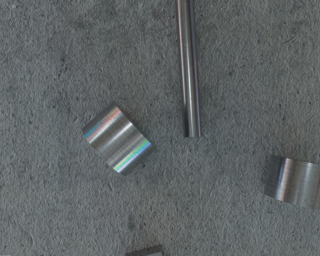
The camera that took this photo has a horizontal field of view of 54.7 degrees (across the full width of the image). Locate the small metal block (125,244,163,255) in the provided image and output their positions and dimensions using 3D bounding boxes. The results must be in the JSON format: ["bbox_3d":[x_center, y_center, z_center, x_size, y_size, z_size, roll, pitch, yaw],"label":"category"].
[{"bbox_3d":[-0.017,0.189,0.410,0.050,0.025,0.050,-14,90,-1],"label":"small metal block"}]

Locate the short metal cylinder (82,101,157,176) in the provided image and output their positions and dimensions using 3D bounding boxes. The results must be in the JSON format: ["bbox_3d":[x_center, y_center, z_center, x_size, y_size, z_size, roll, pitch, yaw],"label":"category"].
[{"bbox_3d":[-0.049,0.013,0.382,0.050,0.080,0.080,-42,91,0],"label":"short metal cylinder"}]

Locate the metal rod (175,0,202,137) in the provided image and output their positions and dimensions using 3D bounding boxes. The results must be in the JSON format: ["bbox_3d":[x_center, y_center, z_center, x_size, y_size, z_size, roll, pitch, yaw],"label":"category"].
[{"bbox_3d":[0.034,-0.137,0.410,0.025,0.025,0.298,-4,90,-1],"label":"metal rod"}]

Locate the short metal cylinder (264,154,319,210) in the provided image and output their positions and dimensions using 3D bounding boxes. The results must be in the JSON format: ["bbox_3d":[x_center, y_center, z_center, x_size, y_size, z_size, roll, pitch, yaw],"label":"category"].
[{"bbox_3d":[0.175,0.065,0.385,0.080,0.080,0.050,11,90,-1],"label":"short metal cylinder"}]
